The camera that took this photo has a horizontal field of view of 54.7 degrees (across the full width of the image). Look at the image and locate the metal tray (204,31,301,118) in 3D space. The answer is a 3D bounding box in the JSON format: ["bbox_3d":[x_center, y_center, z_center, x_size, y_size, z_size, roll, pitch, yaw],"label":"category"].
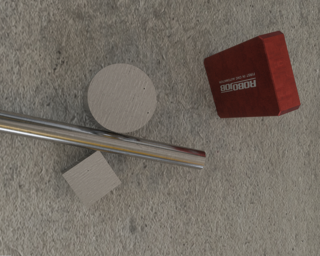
[{"bbox_3d":[0.110,-0.060,0.395,0.030,0.130,0.089,-19,97,-19],"label":"metal tray"}]

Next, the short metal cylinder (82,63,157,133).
[{"bbox_3d":[-0.051,-0.034,0.378,0.081,0.050,0.079,0,90,-20],"label":"short metal cylinder"}]

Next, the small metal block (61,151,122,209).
[{"bbox_3d":[-0.084,0.060,0.379,0.050,0.025,0.050,-36,102,-17],"label":"small metal block"}]

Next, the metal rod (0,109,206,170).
[{"bbox_3d":[-0.090,0.010,0.359,0.302,0.025,0.025,12,86,-14],"label":"metal rod"}]
